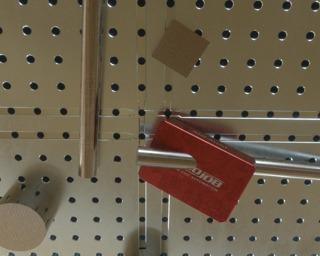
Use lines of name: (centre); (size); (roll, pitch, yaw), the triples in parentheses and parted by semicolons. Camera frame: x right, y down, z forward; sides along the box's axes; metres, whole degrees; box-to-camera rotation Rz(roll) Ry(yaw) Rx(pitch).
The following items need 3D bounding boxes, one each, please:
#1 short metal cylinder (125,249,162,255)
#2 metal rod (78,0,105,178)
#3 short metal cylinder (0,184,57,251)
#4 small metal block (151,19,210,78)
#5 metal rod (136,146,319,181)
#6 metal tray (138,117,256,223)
short metal cylinder: (-0.026, 0.241, 0.489); (0.081, 0.050, 0.079); (0, 110, -1)
metal rod: (-0.085, -0.074, 0.384); (0.025, 0.025, 0.298); (6, 110, -3)
short metal cylinder: (-0.196, 0.127, 0.444); (0.081, 0.050, 0.079); (0, 110, -1)
small metal block: (0.024, -0.097, 0.378); (0.050, 0.025, 0.050); (30, 107, -11)
metal rod: (0.119, 0.051, 0.415); (0.302, 0.025, 0.025); (6, 110, -10)
metal tray: (0.047, 0.054, 0.408); (0.130, 0.030, 0.089); (27, 109, 11)
